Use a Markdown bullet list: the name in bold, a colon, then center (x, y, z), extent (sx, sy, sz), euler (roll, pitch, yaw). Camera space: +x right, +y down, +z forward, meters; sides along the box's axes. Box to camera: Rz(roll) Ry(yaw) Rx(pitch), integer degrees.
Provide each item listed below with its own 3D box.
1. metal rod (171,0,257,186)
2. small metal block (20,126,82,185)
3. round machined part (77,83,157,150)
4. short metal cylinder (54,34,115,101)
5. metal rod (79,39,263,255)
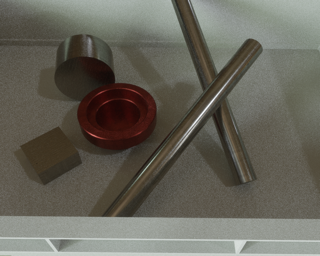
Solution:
- **metal rod**: center (0.060, -0.074, 0.400), extent (0.025, 0.025, 0.299), euler (-13, 73, -11)
- **small metal block**: center (-0.132, 0.033, 0.376), extent (0.050, 0.025, 0.050), euler (-31, 57, -24)
- **round machined part**: center (-0.053, -0.010, 0.402), extent (0.099, 0.042, 0.098), euler (0, 50, 0)
- **short metal cylinder**: center (-0.106, -0.084, 0.439), extent (0.081, 0.080, 0.050), euler (-7, 51, -6)
- **metal rod**: center (0.023, 0.010, 0.343), extent (0.025, 0.025, 0.300), euler (33, 73, 24)
